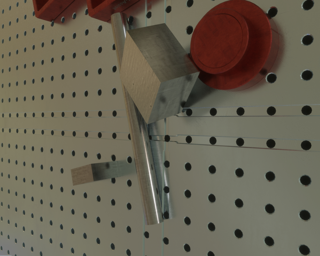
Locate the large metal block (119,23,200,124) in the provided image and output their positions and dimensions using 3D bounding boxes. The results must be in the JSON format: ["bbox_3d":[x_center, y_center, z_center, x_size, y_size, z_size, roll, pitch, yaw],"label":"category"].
[{"bbox_3d":[-0.005,-0.064,0.374,0.080,0.050,0.080,59,153,23],"label":"large metal block"}]

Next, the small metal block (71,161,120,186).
[{"bbox_3d":[-0.098,0.069,0.472,0.050,0.050,0.025,-18,79,38],"label":"small metal block"}]

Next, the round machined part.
[{"bbox_3d":[0.073,-0.090,0.337,0.098,0.042,0.097,0,90,39],"label":"round machined part"}]

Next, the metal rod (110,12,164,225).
[{"bbox_3d":[-0.034,-0.019,0.435,0.025,0.025,0.298,-17,79,38],"label":"metal rod"}]

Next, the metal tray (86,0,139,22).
[{"bbox_3d":[-0.058,-0.225,0.451,0.130,0.030,0.090,-16,80,38],"label":"metal tray"}]

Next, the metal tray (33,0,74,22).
[{"bbox_3d":[-0.183,-0.263,0.553,0.130,0.030,0.090,-22,76,37],"label":"metal tray"}]
